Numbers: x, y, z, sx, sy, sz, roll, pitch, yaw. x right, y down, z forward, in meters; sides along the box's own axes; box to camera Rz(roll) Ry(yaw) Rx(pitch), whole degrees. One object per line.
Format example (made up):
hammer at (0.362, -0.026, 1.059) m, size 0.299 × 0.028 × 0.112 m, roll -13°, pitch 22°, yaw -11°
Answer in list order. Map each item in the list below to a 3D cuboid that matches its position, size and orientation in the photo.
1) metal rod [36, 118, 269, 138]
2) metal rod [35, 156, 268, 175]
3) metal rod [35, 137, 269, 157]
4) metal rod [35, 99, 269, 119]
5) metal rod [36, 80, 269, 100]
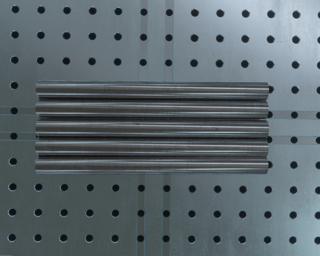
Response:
metal rod at (-0.009, 0.001, 0.413) m, size 0.302 × 0.025 × 0.025 m, roll 0°, pitch 90°, yaw -1°
metal rod at (-0.010, 0.050, 0.413) m, size 0.302 × 0.025 × 0.025 m, roll 0°, pitch 90°, yaw -1°
metal rod at (-0.010, 0.026, 0.413) m, size 0.302 × 0.025 × 0.025 m, roll 0°, pitch 90°, yaw -1°
metal rod at (-0.010, -0.025, 0.413) m, size 0.302 × 0.025 × 0.025 m, roll 0°, pitch 90°, yaw -1°
metal rod at (-0.009, -0.050, 0.413) m, size 0.302 × 0.025 × 0.025 m, roll 0°, pitch 90°, yaw -1°
